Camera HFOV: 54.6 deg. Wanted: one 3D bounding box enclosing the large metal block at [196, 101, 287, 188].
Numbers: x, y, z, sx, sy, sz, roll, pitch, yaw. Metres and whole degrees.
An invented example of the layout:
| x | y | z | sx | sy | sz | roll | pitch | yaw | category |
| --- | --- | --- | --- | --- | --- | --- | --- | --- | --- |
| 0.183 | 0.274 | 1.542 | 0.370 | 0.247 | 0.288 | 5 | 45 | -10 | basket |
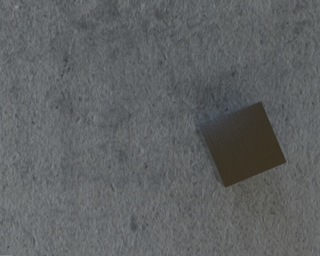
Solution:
| x | y | z | sx | sy | sz | roll | pitch | yaw | category |
| --- | --- | --- | --- | --- | --- | --- | --- | --- | --- |
| 0.100 | 0.020 | 0.398 | 0.080 | 0.050 | 0.080 | -23 | 90 | 0 | large metal block |
